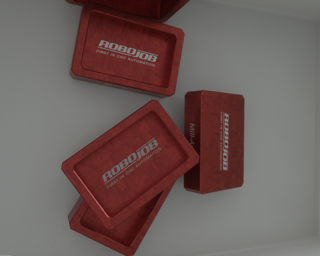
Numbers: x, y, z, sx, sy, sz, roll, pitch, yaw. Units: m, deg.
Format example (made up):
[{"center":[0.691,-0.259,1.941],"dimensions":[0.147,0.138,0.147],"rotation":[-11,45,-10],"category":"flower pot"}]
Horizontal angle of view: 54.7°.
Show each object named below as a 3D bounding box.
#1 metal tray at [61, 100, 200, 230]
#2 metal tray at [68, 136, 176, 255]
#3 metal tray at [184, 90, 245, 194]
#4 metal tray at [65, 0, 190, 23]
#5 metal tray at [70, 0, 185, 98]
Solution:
[{"center":[-0.032,0.040,0.357],"dimensions":[0.130,0.030,0.090],"rotation":[-36,90,-11],"category":"metal tray"},{"center":[-0.042,0.082,0.392],"dimensions":[0.090,0.030,0.130],"rotation":[34,79,-17],"category":"metal tray"},{"center":[0.075,0.018,0.420],"dimensions":[0.091,0.030,0.129],"rotation":[1,90,-40],"category":"metal tray"},{"center":[-0.039,-0.163,0.361],"dimensions":[0.131,0.090,0.030],"rotation":[5,89,-20],"category":"metal tray"},{"center":[-0.040,-0.095,0.392],"dimensions":[0.131,0.030,0.090],"rotation":[10,87,-20],"category":"metal tray"}]
